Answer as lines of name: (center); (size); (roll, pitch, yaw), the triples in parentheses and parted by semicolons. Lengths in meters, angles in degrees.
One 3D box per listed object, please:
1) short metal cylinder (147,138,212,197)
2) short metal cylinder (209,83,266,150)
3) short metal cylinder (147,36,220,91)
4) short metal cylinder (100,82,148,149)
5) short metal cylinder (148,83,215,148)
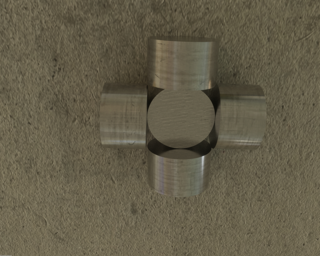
short metal cylinder: (0.024, 0.046, 0.399); (0.081, 0.080, 0.050); (0, 110, -1)
short metal cylinder: (0.091, -0.014, 0.378); (0.050, 0.080, 0.079); (2, 110, -1)
short metal cylinder: (0.025, -0.076, 0.353); (0.081, 0.080, 0.050); (2, 111, -1)
short metal cylinder: (-0.041, -0.015, 0.376); (0.050, 0.080, 0.079); (2, 110, -1)
short metal cylinder: (0.025, -0.021, 0.391); (0.081, 0.050, 0.079); (0, 110, -1)
